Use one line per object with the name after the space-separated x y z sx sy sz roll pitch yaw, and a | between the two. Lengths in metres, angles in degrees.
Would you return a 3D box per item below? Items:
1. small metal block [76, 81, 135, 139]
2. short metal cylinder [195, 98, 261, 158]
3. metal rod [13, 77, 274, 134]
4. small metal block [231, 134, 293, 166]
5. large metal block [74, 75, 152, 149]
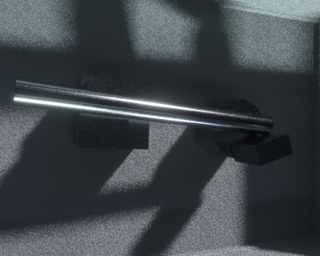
-0.060 -0.018 0.334 0.050 0.025 0.050 14 85 -20 | small metal block
0.096 0.001 0.432 0.081 0.050 0.079 0 90 -21 | short metal cylinder
0.007 -0.018 0.338 0.302 0.025 0.025 6 88 -28 | metal rod
0.127 0.026 0.390 0.050 0.050 0.025 -15 96 -20 | small metal block
-0.058 -0.017 0.373 0.081 0.050 0.079 3 89 -20 | large metal block
